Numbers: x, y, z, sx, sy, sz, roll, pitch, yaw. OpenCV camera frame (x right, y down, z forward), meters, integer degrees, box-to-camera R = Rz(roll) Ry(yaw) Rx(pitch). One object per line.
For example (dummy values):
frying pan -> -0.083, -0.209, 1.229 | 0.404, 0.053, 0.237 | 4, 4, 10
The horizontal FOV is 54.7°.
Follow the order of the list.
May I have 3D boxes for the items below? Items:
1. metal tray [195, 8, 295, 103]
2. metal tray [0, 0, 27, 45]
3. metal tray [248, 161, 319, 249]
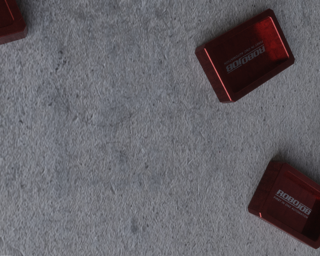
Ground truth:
metal tray -> 0.126, -0.105, 0.452 | 0.131, 0.030, 0.090 | -32, 101, -17
metal tray -> -0.211, -0.150, 0.327 | 0.091, 0.030, 0.129 | -24, 98, -19
metal tray -> 0.210, 0.120, 0.483 | 0.130, 0.030, 0.090 | 32, 80, -17
